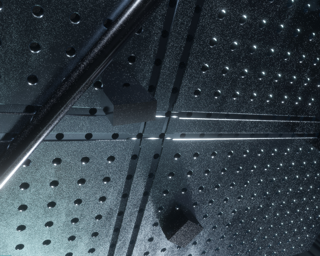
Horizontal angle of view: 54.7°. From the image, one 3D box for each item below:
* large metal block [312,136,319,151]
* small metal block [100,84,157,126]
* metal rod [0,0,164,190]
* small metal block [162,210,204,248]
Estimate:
[{"bbox_3d":[0.365,0.046,0.608,0.080,0.080,0.050,23,106,-37],"label":"large metal block"},{"bbox_3d":[-0.037,-0.028,0.358,0.050,0.050,0.025,-8,122,-25],"label":"small metal block"},{"bbox_3d":[-0.096,-0.040,0.334,0.300,0.025,0.025,-48,129,5],"label":"metal rod"},{"bbox_3d":[0.041,0.179,0.547,0.050,0.025,0.050,-46,130,4],"label":"small metal block"}]
